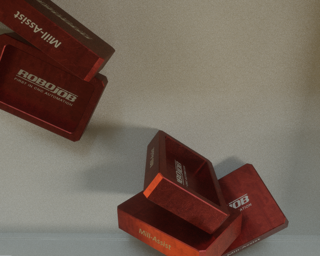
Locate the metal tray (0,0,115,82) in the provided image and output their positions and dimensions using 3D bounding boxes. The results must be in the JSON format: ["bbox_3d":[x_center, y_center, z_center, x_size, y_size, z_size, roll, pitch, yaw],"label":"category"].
[{"bbox_3d":[-0.116,-0.108,0.335,0.130,0.090,0.030,36,106,-12],"label":"metal tray"}]

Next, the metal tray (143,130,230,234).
[{"bbox_3d":[0.028,0.058,0.377,0.090,0.130,0.030,32,107,-11],"label":"metal tray"}]

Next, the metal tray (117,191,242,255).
[{"bbox_3d":[0.023,0.114,0.385,0.130,0.091,0.030,15,115,37],"label":"metal tray"}]

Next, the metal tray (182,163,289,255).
[{"bbox_3d":[0.091,0.119,0.420,0.130,0.090,0.030,-32,144,11],"label":"metal tray"}]

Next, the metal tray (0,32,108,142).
[{"bbox_3d":[-0.143,-0.050,0.388,0.131,0.030,0.089,26,108,-9],"label":"metal tray"}]
